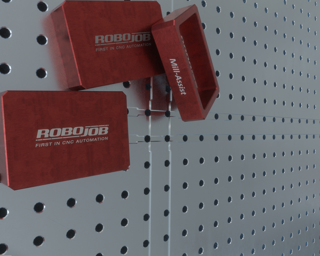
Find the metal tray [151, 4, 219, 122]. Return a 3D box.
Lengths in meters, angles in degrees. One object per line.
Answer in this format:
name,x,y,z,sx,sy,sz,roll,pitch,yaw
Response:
metal tray,0.039,-0.085,0.408,0.090,0.030,0.129,-55,131,-50

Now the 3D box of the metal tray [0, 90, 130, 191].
metal tray,-0.096,0.007,0.325,0.131,0.030,0.090,-5,93,-40

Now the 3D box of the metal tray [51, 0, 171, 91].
metal tray,-0.050,-0.099,0.363,0.131,0.030,0.090,-19,102,-38
